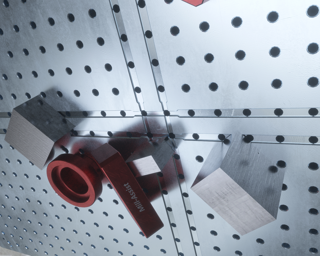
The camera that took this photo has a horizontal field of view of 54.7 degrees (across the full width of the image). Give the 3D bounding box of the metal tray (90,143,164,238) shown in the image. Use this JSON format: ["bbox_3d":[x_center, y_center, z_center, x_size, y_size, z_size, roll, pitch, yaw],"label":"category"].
[{"bbox_3d":[-0.050,0.089,0.457,0.130,0.030,0.090,61,165,-16],"label":"metal tray"}]

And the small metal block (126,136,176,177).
[{"bbox_3d":[-0.014,0.040,0.427,0.050,0.050,0.025,-19,108,35],"label":"small metal block"}]

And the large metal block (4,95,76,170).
[{"bbox_3d":[-0.196,0.009,0.504,0.080,0.050,0.080,39,129,1],"label":"large metal block"}]

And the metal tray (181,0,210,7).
[{"bbox_3d":[0.001,-0.185,0.292,0.130,0.030,0.089,28,128,10],"label":"metal tray"}]

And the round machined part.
[{"bbox_3d":[-0.138,0.083,0.525,0.098,0.042,0.097,13,124,21],"label":"round machined part"}]

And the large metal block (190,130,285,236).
[{"bbox_3d":[0.094,0.062,0.365,0.080,0.080,0.050,43,129,-2],"label":"large metal block"}]
